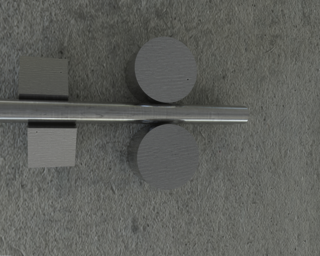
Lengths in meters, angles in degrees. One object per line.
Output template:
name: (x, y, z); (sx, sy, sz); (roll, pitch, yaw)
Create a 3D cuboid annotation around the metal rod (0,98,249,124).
metal rod: (-0.027, -0.018, 0.374); (0.303, 0.025, 0.025); (0, 90, -20)

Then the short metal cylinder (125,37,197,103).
short metal cylinder: (0.000, -0.070, 0.397); (0.081, 0.050, 0.079); (0, 90, -20)

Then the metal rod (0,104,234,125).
metal rod: (-0.037, -0.018, 0.397); (0.303, 0.025, 0.025); (0, 90, -20)

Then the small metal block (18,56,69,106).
small metal block: (-0.131, -0.052, 0.352); (0.050, 0.025, 0.050); (0, 63, -20)

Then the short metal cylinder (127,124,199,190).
short metal cylinder: (0.003, 0.035, 0.398); (0.081, 0.050, 0.079); (0, 90, -20)

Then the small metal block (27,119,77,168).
small metal block: (-0.123, 0.017, 0.354); (0.050, 0.025, 0.050); (0, 117, -21)
